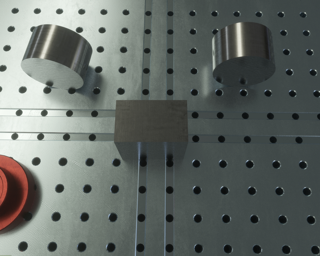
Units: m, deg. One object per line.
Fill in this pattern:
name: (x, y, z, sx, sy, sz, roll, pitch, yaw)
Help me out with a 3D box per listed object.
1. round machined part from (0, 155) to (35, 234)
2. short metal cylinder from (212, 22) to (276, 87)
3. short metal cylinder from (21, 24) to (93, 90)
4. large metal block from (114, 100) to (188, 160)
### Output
round machined part: (-0.208, 0.078, 0.373, 0.099, 0.042, 0.098, 0, 70, 0)
short metal cylinder: (0.111, -0.097, 0.418, 0.080, 0.080, 0.050, 2, 70, 1)
short metal cylinder: (-0.137, -0.092, 0.415, 0.080, 0.080, 0.050, 9, 71, 3)
large metal block: (-0.009, 0.005, 0.380, 0.081, 0.080, 0.050, 0, 70, 0)
